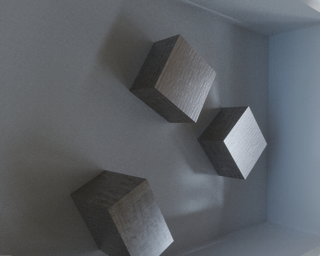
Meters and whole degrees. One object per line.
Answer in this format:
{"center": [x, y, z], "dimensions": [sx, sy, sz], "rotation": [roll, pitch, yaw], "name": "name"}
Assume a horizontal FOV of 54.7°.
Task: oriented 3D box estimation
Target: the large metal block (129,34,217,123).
{"center": [0.019, -0.061, 0.408], "dimensions": [0.080, 0.050, 0.080], "rotation": [38, 67, -34], "name": "large metal block"}

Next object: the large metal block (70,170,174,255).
{"center": [-0.042, 0.097, 0.337], "dimensions": [0.050, 0.080, 0.080], "rotation": [-34, 112, -35], "name": "large metal block"}

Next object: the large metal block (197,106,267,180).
{"center": [0.117, 0.022, 0.491], "dimensions": [0.080, 0.050, 0.080], "rotation": [-48, 119, -29], "name": "large metal block"}
